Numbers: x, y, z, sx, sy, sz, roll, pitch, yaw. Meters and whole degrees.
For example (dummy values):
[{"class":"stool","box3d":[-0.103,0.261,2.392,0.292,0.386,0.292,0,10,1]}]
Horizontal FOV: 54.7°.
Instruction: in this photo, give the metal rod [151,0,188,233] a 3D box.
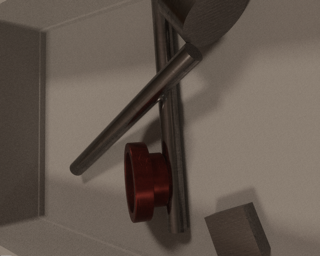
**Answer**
[{"class":"metal rod","box3d":[0.011,-0.021,0.395,0.025,0.025,0.298,-7,86,39]}]

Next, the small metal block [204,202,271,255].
[{"class":"small metal block","box3d":[0.083,0.114,0.337,0.050,0.025,0.050,-30,72,35]}]

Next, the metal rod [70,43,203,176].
[{"class":"metal rod","box3d":[-0.052,-0.006,0.424,0.299,0.025,0.025,-40,66,39]}]

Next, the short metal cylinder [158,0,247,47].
[{"class":"short metal cylinder","box3d":[0.045,-0.135,0.333,0.080,0.081,0.050,-48,62,29]}]

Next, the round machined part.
[{"class":"round machined part","box3d":[-0.017,0.066,0.388,0.098,0.042,0.097,177,89,-76]}]
